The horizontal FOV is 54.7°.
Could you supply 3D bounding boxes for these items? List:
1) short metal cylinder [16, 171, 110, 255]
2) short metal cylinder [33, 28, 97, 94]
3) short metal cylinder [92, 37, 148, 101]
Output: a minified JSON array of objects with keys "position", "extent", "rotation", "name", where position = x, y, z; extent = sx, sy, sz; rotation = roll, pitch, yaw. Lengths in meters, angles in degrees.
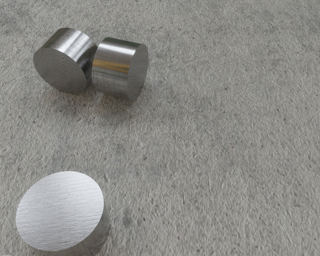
[{"position":[-0.093,0.091,0.310],"extent":[0.080,0.050,0.080],"rotation":[0,50,0],"name":"short metal cylinder"},{"position":[-0.132,-0.096,0.447],"extent":[0.080,0.080,0.050],"rotation":[14,52,11],"name":"short metal cylinder"},{"position":[-0.054,-0.083,0.437],"extent":[0.050,0.080,0.080],"rotation":[15,52,12],"name":"short metal cylinder"}]
